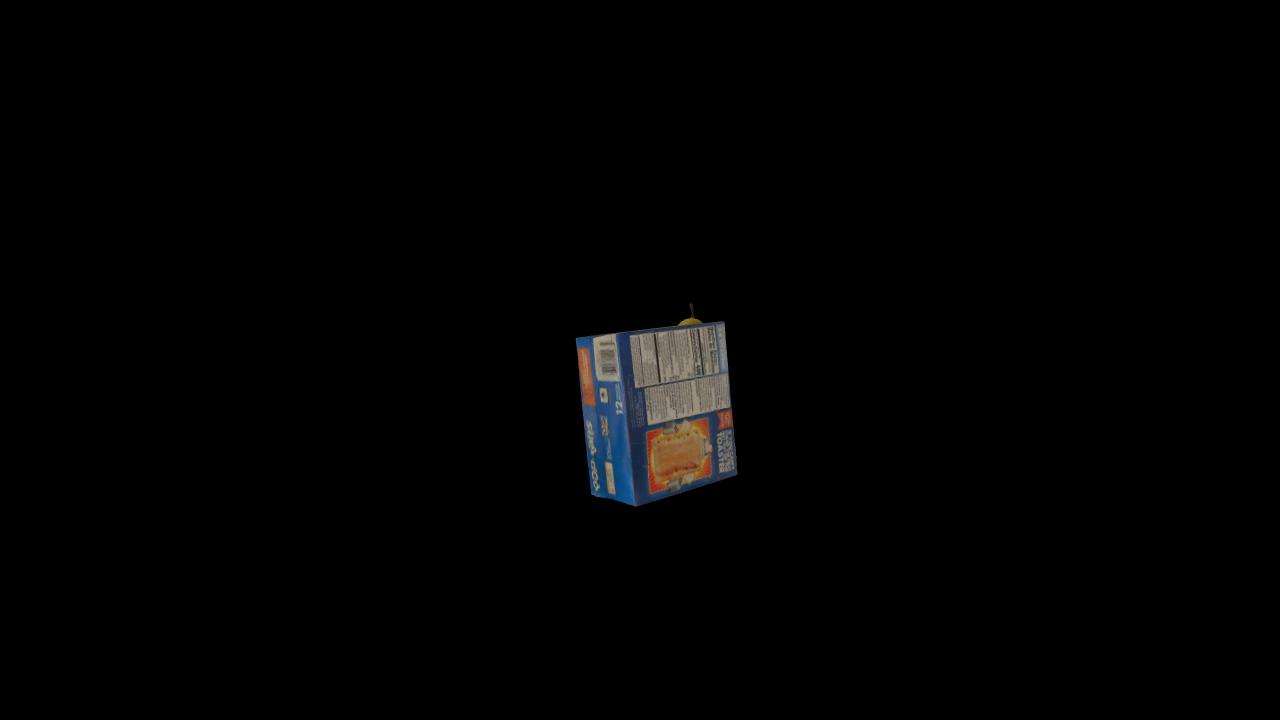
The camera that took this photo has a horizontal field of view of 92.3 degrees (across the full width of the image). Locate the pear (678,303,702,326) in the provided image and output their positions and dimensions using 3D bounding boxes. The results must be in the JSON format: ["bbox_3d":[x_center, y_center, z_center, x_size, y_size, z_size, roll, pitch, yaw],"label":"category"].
[{"bbox_3d":[0.060,-0.011,0.732,0.080,0.111,0.080,17,-21,7],"label":"pear"}]

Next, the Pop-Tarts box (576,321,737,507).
[{"bbox_3d":[0.019,0.050,0.643,0.141,0.167,0.083,-8,5,-36],"label":"Pop-Tarts box"}]
